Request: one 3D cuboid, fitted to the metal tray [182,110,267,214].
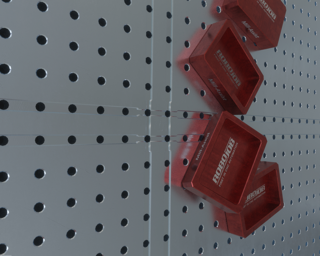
[{"bbox_3d":[0.101,0.050,0.468,0.090,0.030,0.130,32,69,-13],"label":"metal tray"}]

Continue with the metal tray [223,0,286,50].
[{"bbox_3d":[0.171,-0.211,0.547,0.131,0.030,0.090,30,72,-36],"label":"metal tray"}]

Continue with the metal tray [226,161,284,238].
[{"bbox_3d":[0.166,0.120,0.543,0.131,0.030,0.090,-18,102,-38],"label":"metal tray"}]

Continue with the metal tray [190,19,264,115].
[{"bbox_3d":[0.112,-0.094,0.497,0.130,0.030,0.090,47,62,-30],"label":"metal tray"}]
